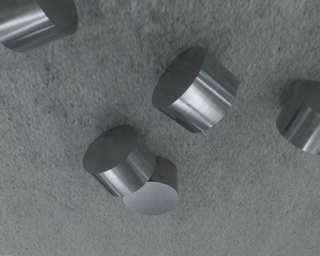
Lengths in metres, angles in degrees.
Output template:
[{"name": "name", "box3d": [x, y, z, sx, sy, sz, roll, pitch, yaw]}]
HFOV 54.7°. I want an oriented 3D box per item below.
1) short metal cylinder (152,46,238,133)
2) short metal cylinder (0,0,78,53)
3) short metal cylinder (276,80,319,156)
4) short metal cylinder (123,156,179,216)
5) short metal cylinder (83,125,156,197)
[{"name": "short metal cylinder", "box3d": [0.037, -0.041, 0.336, 0.050, 0.080, 0.080, 34, 122, -26]}, {"name": "short metal cylinder", "box3d": [-0.117, -0.113, 0.273, 0.050, 0.080, 0.080, -17, 128, 13]}, {"name": "short metal cylinder", "box3d": [0.186, -0.013, 0.363, 0.081, 0.080, 0.050, 8, 130, -7]}, {"name": "short metal cylinder", "box3d": [-0.013, 0.087, 0.465, 0.081, 0.050, 0.079, 0, 130, 0]}, {"name": "short metal cylinder", "box3d": [-0.053, 0.042, 0.406, 0.080, 0.080, 0.050, -21, 127, 16]}]
